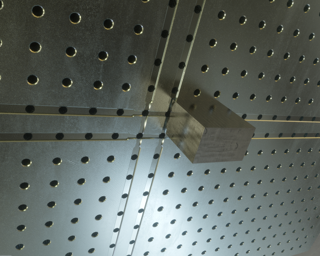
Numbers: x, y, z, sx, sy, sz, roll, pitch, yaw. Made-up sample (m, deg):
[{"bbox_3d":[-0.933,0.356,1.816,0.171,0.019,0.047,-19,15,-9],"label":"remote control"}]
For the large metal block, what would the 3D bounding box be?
[{"bbox_3d":[0.064,0.003,0.414,0.081,0.080,0.050,0,118,-29],"label":"large metal block"}]
